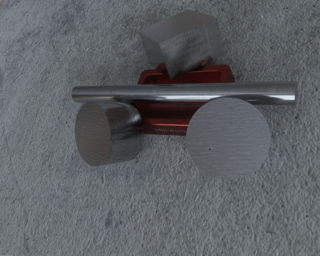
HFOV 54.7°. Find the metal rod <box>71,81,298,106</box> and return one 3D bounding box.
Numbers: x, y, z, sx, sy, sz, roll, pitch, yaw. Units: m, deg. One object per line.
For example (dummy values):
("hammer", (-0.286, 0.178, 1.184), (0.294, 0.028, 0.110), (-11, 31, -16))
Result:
("metal rod", (0.008, -0.043, 0.389), (0.300, 0.025, 0.025), (3, 63, 29))

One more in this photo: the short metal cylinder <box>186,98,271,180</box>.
("short metal cylinder", (0.069, 0.012, 0.325), (0.080, 0.050, 0.080), (-1, 84, 9))

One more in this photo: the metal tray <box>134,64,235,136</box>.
("metal tray", (0.026, -0.036, 0.411), (0.130, 0.030, 0.090), (2, 63, 29))

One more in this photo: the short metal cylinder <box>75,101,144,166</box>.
("short metal cylinder", (-0.066, 0.006, 0.396), (0.080, 0.050, 0.079), (4, 96, 45))

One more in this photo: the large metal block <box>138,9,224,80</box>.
("large metal block", (0.027, -0.116, 0.418), (0.080, 0.050, 0.080), (-26, 34, -9))
